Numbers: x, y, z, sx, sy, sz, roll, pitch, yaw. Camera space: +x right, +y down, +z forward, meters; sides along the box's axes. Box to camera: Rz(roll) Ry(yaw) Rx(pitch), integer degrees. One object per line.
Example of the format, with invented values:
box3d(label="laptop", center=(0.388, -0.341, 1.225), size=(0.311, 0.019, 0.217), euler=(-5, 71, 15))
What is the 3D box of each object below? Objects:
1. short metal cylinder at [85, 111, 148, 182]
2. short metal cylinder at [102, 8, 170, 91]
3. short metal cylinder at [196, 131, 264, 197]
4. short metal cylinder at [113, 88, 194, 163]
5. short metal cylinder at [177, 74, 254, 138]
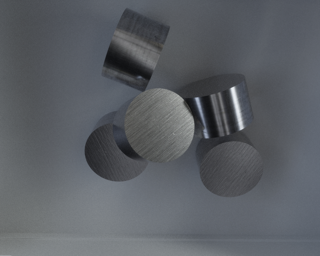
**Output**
box3d(label="short metal cylinder", center=(-0.053, 0.023, 0.406), size=(0.081, 0.050, 0.079), euler=(0, 110, 0))
box3d(label="short metal cylinder", center=(-0.027, -0.086, 0.350), size=(0.050, 0.080, 0.079), euler=(21, 109, -8))
box3d(label="short metal cylinder", center=(0.091, 0.045, 0.415), size=(0.081, 0.050, 0.079), euler=(0, 110, 0))
box3d(label="short metal cylinder", center=(-0.008, -0.001, 0.353), size=(0.081, 0.050, 0.080), euler=(2, 84, -22))
box3d(label="short metal cylinder", center=(0.067, -0.028, 0.372), size=(0.080, 0.080, 0.050), euler=(-16, 109, 6))
